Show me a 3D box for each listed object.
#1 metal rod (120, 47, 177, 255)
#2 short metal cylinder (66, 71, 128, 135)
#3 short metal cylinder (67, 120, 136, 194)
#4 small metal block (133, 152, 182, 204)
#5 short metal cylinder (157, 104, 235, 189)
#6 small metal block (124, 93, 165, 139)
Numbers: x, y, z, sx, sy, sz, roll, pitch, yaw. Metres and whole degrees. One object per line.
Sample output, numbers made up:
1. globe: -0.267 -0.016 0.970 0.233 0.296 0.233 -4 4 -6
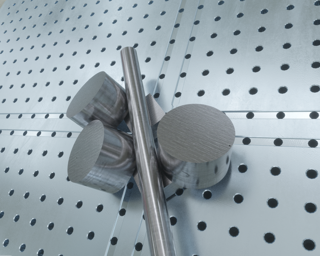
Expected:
1. metal rod: -0.022 0.006 0.378 0.025 0.025 0.299 -23 53 14
2. short metal cylinder: -0.085 -0.033 0.434 0.080 0.050 0.080 -34 33 26
3. short metal cylinder: -0.072 0.036 0.386 0.080 0.050 0.080 -31 45 38
4. small metal block: -0.002 0.057 0.370 0.050 0.025 0.050 -35 51 5
5. short metal cylinder: 0.038 0.019 0.339 0.080 0.050 0.080 -2 49 2
6. small metal block: -0.017 -0.011 0.420 0.050 0.025 0.050 -37 51 3
